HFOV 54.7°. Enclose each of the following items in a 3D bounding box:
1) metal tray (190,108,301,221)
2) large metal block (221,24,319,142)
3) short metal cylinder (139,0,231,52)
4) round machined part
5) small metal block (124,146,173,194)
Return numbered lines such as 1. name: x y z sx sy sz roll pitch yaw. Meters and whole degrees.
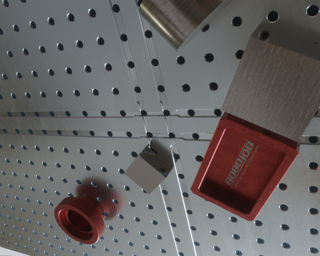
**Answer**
1. metal tray: 0.100 0.048 0.384 0.090 0.030 0.129 25 127 12
2. large metal block: 0.117 -0.045 0.305 0.080 0.050 0.079 25 127 13
3. short metal cylinder: 0.027 -0.118 0.289 0.050 0.080 0.080 46 129 -4
4. round machined part: -0.144 0.166 0.579 0.098 0.042 0.097 13 124 21
5. small metal block: -0.018 0.063 0.460 0.050 0.025 0.050 40 129 1
